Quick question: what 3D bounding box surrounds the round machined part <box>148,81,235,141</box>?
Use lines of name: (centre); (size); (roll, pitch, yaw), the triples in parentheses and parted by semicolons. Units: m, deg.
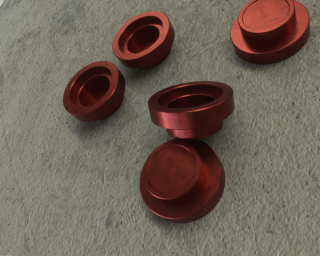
round machined part: (0.038, -0.019, 0.366); (0.099, 0.042, 0.098); (-9, 25, 4)

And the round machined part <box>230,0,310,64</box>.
round machined part: (0.140, -0.134, 0.402); (0.098, 0.042, 0.098); (-13, 56, 21)

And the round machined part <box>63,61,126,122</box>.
round machined part: (-0.095, -0.051, 0.475); (0.098, 0.042, 0.098); (-13, 56, 21)

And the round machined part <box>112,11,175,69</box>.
round machined part: (-0.022, -0.132, 0.485); (0.098, 0.042, 0.098); (-13, 56, 21)

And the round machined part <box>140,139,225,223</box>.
round machined part: (0.020, 0.053, 0.350); (0.098, 0.042, 0.098); (-13, 56, 21)
